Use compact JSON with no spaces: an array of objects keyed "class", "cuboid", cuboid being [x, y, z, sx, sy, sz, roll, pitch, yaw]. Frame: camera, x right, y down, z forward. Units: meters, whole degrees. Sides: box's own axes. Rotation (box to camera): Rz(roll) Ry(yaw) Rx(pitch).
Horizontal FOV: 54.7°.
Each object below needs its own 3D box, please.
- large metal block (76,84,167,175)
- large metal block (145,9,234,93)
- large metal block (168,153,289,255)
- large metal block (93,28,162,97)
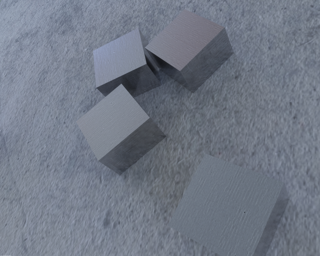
[{"class":"large metal block","cuboid":[-0.052,0.001,0.413,0.080,0.050,0.080,-40,51,0]},{"class":"large metal block","cuboid":[0.041,-0.108,0.432,0.080,0.050,0.080,-45,51,-3]},{"class":"large metal block","cuboid":[0.068,0.082,0.301,0.080,0.050,0.080,19,72,35]},{"class":"large metal block","cuboid":[-0.051,-0.092,0.469,0.080,0.050,0.080,-23,53,14]}]
